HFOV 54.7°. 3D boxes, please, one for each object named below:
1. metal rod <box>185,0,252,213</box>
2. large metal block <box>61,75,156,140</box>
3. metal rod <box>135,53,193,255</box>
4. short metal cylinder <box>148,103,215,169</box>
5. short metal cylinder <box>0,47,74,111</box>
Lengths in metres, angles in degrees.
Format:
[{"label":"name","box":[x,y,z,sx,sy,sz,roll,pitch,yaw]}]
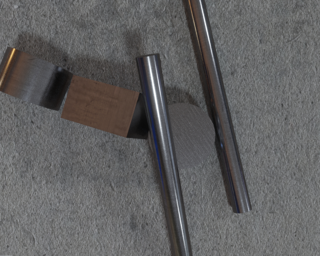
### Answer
[{"label":"metal rod","box":[0.076,-0.037,0.410,0.025,0.025,0.298,-13,90,0]},{"label":"large metal block","box":[-0.057,-0.022,0.374,0.080,0.080,0.050,16,90,13]},{"label":"metal rod","box":[0.012,0.065,0.365,0.025,0.025,0.298,-10,108,0]},{"label":"short metal cylinder","box":[0.026,0.009,0.398,0.081,0.050,0.079,0,90,-1]},{"label":"short metal cylinder","box":[-0.155,-0.059,0.381,0.080,0.080,0.050,22,90,0]}]
